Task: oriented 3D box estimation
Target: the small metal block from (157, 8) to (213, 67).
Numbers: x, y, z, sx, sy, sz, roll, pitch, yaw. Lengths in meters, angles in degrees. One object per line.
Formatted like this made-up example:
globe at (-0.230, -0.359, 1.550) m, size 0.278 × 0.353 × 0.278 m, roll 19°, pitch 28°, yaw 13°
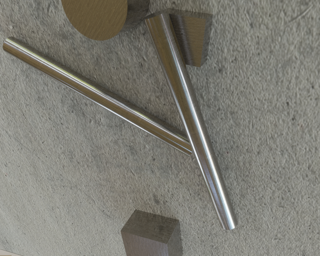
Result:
small metal block at (0.026, -0.097, 0.332) m, size 0.050 × 0.025 × 0.050 m, roll 16°, pitch 125°, yaw 19°

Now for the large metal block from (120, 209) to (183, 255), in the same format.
large metal block at (-0.011, 0.190, 0.513) m, size 0.080 × 0.050 × 0.079 m, roll 7°, pitch 122°, yaw 24°

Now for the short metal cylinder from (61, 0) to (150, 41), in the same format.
short metal cylinder at (-0.058, -0.140, 0.333) m, size 0.080 × 0.050 × 0.079 m, roll 13°, pitch 124°, yaw 20°

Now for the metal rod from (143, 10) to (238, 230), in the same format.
metal rod at (0.046, 0.012, 0.369) m, size 0.025 × 0.025 × 0.299 m, roll -5°, pitch 122°, yaw 30°

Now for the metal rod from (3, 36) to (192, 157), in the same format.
metal rod at (-0.085, -0.046, 0.421) m, size 0.301 × 0.025 × 0.025 m, roll 30°, pitch 128°, yaw 8°
